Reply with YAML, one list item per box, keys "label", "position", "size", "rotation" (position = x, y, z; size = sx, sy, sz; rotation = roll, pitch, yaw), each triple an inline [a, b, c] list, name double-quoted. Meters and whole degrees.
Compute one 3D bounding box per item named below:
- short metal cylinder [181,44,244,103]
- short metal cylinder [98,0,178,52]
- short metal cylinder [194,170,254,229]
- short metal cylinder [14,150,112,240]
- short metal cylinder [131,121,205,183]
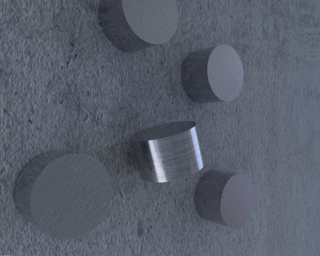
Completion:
- label: "short metal cylinder"
  position: [0.077, -0.077, 0.453]
  size: [0.081, 0.050, 0.080]
  rotation: [0, 90, -40]
- label: "short metal cylinder"
  position: [-0.025, -0.134, 0.367]
  size: [0.081, 0.050, 0.080]
  rotation: [0, 90, -40]
- label: "short metal cylinder"
  position: [0.098, 0.106, 0.471]
  size: [0.081, 0.050, 0.080]
  rotation: [0, 90, -40]
- label: "short metal cylinder"
  position: [-0.096, 0.063, 0.308]
  size: [0.081, 0.050, 0.080]
  rotation: [0, 90, -40]
- label: "short metal cylinder"
  position: [0.010, 0.026, 0.377]
  size: [0.081, 0.080, 0.050]
  rotation: [-22, 104, -38]
